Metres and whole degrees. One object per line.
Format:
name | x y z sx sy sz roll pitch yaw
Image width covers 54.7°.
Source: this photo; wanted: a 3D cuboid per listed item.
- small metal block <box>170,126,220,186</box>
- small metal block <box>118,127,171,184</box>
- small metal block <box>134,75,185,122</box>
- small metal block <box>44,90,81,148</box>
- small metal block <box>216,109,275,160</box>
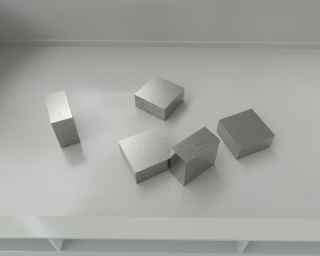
small metal block | 0.040 0.033 0.361 0.050 0.050 0.025 -31 57 -23
small metal block | -0.017 0.033 0.377 0.050 0.025 0.050 -21 53 -17
small metal block | 0.000 -0.043 0.441 0.050 0.025 0.050 28 55 21
small metal block | -0.124 -0.011 0.397 0.025 0.050 0.050 -17 52 -14
small metal block | 0.109 0.007 0.400 0.050 0.025 0.050 -18 53 -15
